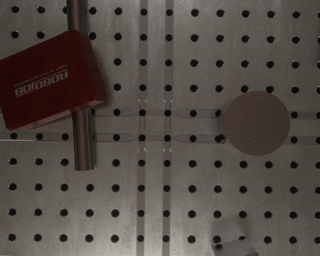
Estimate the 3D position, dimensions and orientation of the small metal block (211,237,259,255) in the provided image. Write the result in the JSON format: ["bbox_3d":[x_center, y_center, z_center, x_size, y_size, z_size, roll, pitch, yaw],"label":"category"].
[{"bbox_3d":[0.098,0.169,0.402,0.050,0.050,0.025,-13,90,0],"label":"small metal block"}]

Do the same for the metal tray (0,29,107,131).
[{"bbox_3d":[-0.142,-0.057,0.391,0.130,0.030,0.090,-18,87,13],"label":"metal tray"}]

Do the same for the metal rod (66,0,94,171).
[{"bbox_3d":[-0.108,-0.094,0.411,0.025,0.025,0.298,-3,90,-1],"label":"metal rod"}]

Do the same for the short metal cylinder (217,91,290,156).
[{"bbox_3d":[0.119,-0.006,0.403,0.081,0.050,0.079,0,90,-1],"label":"short metal cylinder"}]
